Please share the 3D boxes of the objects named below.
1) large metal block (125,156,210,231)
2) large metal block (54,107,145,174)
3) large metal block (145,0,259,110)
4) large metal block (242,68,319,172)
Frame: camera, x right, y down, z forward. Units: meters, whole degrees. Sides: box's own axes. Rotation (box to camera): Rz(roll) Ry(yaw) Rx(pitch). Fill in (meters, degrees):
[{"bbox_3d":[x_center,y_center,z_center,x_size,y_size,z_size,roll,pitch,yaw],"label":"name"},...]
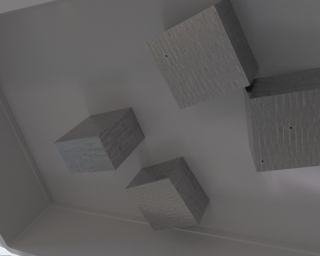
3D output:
[{"bbox_3d":[0.012,0.096,0.446,0.080,0.050,0.080,-22,107,36],"label":"large metal block"},{"bbox_3d":[-0.081,0.017,0.426,0.080,0.080,0.050,-9,114,32],"label":"large metal block"},{"bbox_3d":[0.045,-0.075,0.322,0.080,0.050,0.080,-18,109,35],"label":"large metal block"},{"bbox_3d":[0.129,-0.008,0.305,0.080,0.050,0.080,-8,116,11],"label":"large metal block"}]
